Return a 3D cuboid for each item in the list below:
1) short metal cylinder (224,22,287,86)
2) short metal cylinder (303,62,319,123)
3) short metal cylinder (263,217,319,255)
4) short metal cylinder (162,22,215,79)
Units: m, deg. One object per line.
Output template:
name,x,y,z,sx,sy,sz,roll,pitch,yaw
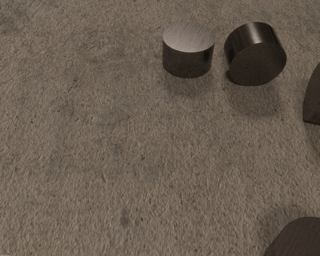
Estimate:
short metal cylinder,0.140,-0.108,0.461,0.081,0.080,0.050,-2,50,-2
short metal cylinder,0.228,-0.043,0.407,0.050,0.080,0.080,13,51,10
short metal cylinder,0.139,0.129,0.281,0.081,0.050,0.080,0,50,0
short metal cylinder,0.044,-0.124,0.492,0.081,0.050,0.080,0,50,0
